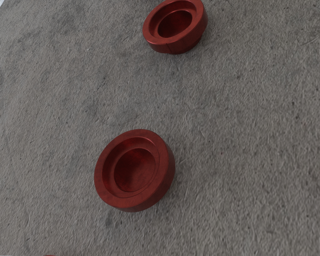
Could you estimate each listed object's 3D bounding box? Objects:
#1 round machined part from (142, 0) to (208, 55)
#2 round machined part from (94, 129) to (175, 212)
[{"bbox_3d":[0.026,-0.151,0.472,0.098,0.042,0.098,-13,56,21],"label":"round machined part"},{"bbox_3d":[-0.027,0.053,0.374,0.098,0.042,0.098,-13,56,21],"label":"round machined part"}]
